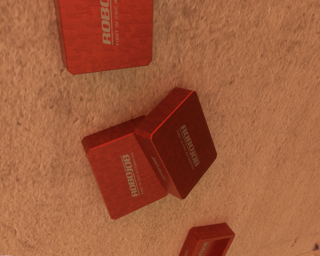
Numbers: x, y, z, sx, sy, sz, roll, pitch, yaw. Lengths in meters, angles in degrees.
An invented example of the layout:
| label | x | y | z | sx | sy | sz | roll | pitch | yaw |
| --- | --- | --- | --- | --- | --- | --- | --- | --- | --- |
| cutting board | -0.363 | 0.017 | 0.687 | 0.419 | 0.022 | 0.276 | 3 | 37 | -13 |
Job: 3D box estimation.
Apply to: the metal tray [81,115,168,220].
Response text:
| label | x | y | z | sx | sy | sz | roll | pitch | yaw |
| --- | --- | --- | --- | --- | --- | --- | --- | --- | --- |
| metal tray | -0.042 | 0.056 | 0.417 | 0.091 | 0.030 | 0.129 | -22 | 127 | -16 |

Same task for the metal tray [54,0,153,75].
| label | x | y | z | sx | sy | sz | roll | pitch | yaw |
| --- | --- | --- | --- | --- | --- | --- | --- | --- | --- |
| metal tray | -0.054 | -0.122 | 0.300 | 0.091 | 0.030 | 0.129 | -12 | 124 | -22 |

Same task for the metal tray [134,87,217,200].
| label | x | y | z | sx | sy | sz | roll | pitch | yaw |
| --- | --- | --- | --- | --- | --- | --- | --- | --- | --- |
| metal tray | 0.027 | 0.023 | 0.413 | 0.090 | 0.030 | 0.130 | -47 | 133 | -25 |

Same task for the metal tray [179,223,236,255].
| label | x | y | z | sx | sy | sz | roll | pitch | yaw |
| --- | --- | --- | --- | --- | --- | --- | --- | --- | --- |
| metal tray | 0.083 | 0.249 | 0.605 | 0.091 | 0.030 | 0.129 | 3 | 117 | -30 |
